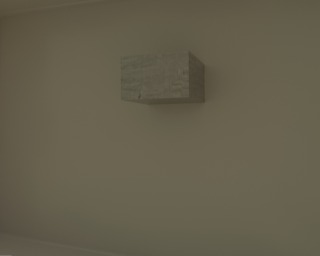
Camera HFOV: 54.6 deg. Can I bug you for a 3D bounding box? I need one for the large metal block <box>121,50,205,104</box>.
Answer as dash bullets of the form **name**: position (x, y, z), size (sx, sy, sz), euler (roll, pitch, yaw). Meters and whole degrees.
- **large metal block**: position (0.007, -0.057, 0.379), size (0.080, 0.080, 0.050), euler (0, 90, 20)
